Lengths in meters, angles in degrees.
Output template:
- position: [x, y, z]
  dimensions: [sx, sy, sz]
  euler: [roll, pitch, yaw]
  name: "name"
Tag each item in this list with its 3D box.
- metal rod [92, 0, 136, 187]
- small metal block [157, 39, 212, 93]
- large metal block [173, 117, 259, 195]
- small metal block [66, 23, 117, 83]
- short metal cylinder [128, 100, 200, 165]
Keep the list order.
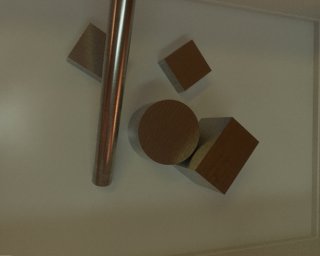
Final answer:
- position: [-0.047, -0.068, 0.326]
  dimensions: [0.025, 0.025, 0.298]
  euler: [1, 116, -20]
  name: "metal rod"
- position: [0.034, -0.084, 0.424]
  dimensions: [0.050, 0.025, 0.050]
  euler: [-38, 103, -16]
  name: "small metal block"
- position: [0.068, 0.033, 0.408]
  dimensions: [0.050, 0.080, 0.080]
  euler: [41, 77, -16]
  name: "large metal block"
- position: [-0.079, -0.091, 0.382]
  dimensions: [0.050, 0.025, 0.050]
  euler: [32, 79, -18]
  name: "small metal block"
- position: [0.004, 0.005, 0.400]
  dimensions: [0.081, 0.050, 0.079]
  euler: [0, 90, -21]
  name: "short metal cylinder"
